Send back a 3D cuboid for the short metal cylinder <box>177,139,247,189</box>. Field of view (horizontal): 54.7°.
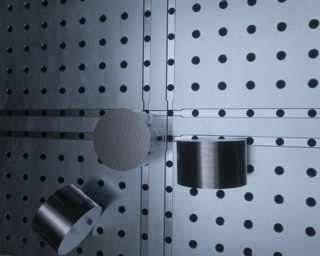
[{"bbox_3d":[0.060,0.039,0.362,0.080,0.080,0.050,-1,90,20],"label":"short metal cylinder"}]

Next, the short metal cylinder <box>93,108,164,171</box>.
[{"bbox_3d":[-0.041,0.014,0.414,0.080,0.050,0.079,0,90,20],"label":"short metal cylinder"}]

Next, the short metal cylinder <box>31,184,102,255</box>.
[{"bbox_3d":[-0.127,0.126,0.428,0.050,0.080,0.080,34,101,17],"label":"short metal cylinder"}]
